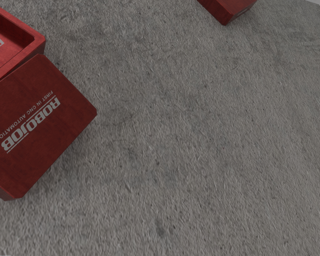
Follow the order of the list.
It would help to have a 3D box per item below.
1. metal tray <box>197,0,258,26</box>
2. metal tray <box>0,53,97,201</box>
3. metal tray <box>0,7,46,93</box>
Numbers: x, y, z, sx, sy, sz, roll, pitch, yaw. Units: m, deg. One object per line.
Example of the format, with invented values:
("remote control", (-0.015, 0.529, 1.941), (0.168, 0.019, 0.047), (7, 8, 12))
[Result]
("metal tray", (0.138, -0.271, 0.640), (0.090, 0.030, 0.131), (46, 51, 4))
("metal tray", (-0.136, -0.004, 0.313), (0.090, 0.030, 0.130), (49, 49, -18))
("metal tray", (-0.203, -0.081, 0.340), (0.090, 0.030, 0.130), (33, 51, -6))
